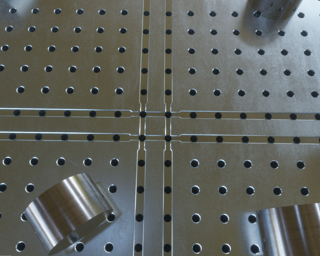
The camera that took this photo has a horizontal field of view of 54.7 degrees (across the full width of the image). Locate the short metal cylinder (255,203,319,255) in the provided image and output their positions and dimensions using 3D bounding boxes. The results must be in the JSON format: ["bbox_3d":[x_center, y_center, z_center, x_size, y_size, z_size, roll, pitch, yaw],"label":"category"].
[{"bbox_3d":[0.151,0.114,0.343,0.081,0.080,0.050,-5,70,-2],"label":"short metal cylinder"}]

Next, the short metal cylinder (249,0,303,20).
[{"bbox_3d":[0.185,-0.217,0.480,0.081,0.050,0.080,0,70,0],"label":"short metal cylinder"}]

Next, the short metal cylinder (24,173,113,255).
[{"bbox_3d":[-0.100,0.095,0.346,0.080,0.080,0.050,-35,74,-12],"label":"short metal cylinder"}]
